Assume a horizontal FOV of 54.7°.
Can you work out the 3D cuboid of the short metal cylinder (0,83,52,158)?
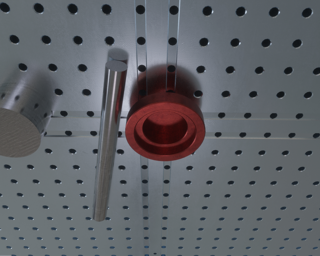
[{"bbox_3d":[-0.183,-0.009,0.386,0.081,0.050,0.079,0,130,0],"label":"short metal cylinder"}]

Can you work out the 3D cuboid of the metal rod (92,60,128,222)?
[{"bbox_3d":[-0.077,0.041,0.445,0.025,0.025,0.298,8,130,-7],"label":"metal rod"}]

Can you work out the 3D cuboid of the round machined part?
[{"bbox_3d":[0.006,-0.006,0.396,0.099,0.042,0.097,0,130,0],"label":"round machined part"}]
